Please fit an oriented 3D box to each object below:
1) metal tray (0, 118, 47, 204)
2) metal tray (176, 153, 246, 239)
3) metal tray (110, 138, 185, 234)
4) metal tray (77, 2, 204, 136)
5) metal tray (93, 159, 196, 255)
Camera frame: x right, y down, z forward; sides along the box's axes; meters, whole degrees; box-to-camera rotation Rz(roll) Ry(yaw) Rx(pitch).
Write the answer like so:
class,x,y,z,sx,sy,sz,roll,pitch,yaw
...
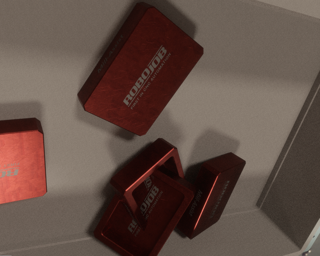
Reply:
class,x,y,z,sx,sy,sz,roll,pitch,yaw
metal tray,-0.192,0.040,0.326,0.131,0.030,0.089,-7,122,-26
metal tray,0.083,0.108,0.500,0.091,0.030,0.129,-10,126,-49
metal tray,-0.008,0.086,0.429,0.090,0.030,0.129,-40,140,-22
metal tray,-0.021,-0.062,0.357,0.090,0.030,0.130,28,103,-38
metal tray,-0.021,0.115,0.424,0.129,0.090,0.030,-60,172,10
